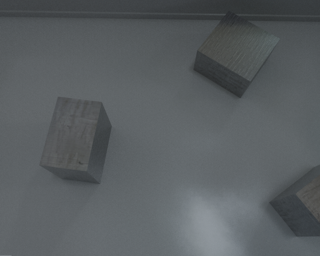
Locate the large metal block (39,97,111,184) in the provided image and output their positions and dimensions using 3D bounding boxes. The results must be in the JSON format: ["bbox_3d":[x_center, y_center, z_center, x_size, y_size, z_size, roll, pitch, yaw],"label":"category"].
[{"bbox_3d":[-0.096,0.018,0.373,0.050,0.080,0.080,7,70,2],"label":"large metal block"}]

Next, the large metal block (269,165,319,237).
[{"bbox_3d":[0.185,0.078,0.354,0.080,0.080,0.050,-33,74,-12],"label":"large metal block"}]

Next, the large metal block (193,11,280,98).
[{"bbox_3d":[0.105,-0.103,0.435,0.080,0.050,0.080,34,73,11],"label":"large metal block"}]
